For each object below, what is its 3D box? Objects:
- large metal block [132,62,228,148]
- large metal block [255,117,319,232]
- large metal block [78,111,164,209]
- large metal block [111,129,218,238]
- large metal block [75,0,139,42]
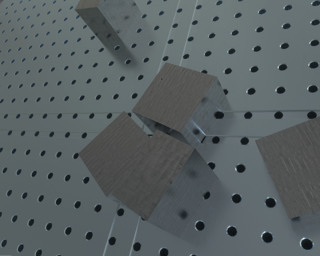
[{"bbox_3d":[0.026,-0.029,0.396,0.080,0.050,0.080,25,75,36],"label":"large metal block"},{"bbox_3d":[0.147,0.041,0.290,0.080,0.050,0.080,-23,53,14],"label":"large metal block"},{"bbox_3d":[-0.042,0.039,0.389,0.080,0.050,0.080,-44,51,-2],"label":"large metal block"},{"bbox_3d":[0.009,0.061,0.330,0.050,0.080,0.080,26,76,37],"label":"large metal block"},{"bbox_3d":[-0.091,-0.210,0.547,0.050,0.080,0.080,7,65,31],"label":"large metal block"}]
